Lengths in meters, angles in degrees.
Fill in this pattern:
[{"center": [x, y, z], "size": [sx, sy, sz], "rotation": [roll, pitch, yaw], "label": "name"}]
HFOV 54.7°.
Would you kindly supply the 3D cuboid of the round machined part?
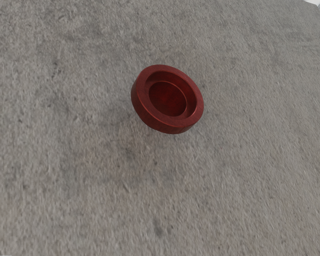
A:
[{"center": [0.006, -0.034, 0.419], "size": [0.099, 0.042, 0.098], "rotation": [14, 56, -21], "label": "round machined part"}]
